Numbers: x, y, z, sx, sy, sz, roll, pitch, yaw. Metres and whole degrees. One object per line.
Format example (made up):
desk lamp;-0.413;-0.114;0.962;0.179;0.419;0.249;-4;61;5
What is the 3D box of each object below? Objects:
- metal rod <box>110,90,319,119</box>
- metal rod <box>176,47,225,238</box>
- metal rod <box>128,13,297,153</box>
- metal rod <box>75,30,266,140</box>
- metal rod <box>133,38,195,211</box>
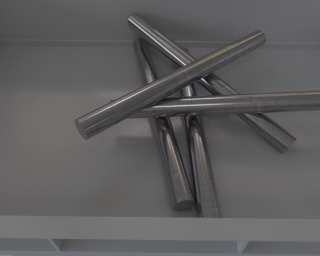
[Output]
metal rod;0.089;-0.030;0.388;0.302;0.025;0.025;-2;50;3
metal rod;0.044;-0.007;0.410;0.025;0.025;0.300;-3;50;-2
metal rod;0.061;-0.074;0.439;0.025;0.025;0.300;-36;68;-26
metal rod;0.032;-0.066;0.396;0.302;0.025;0.025;-30;56;-27
metal rod;-0.004;-0.029;0.428;0.025;0.025;0.300;-9;51;-7
